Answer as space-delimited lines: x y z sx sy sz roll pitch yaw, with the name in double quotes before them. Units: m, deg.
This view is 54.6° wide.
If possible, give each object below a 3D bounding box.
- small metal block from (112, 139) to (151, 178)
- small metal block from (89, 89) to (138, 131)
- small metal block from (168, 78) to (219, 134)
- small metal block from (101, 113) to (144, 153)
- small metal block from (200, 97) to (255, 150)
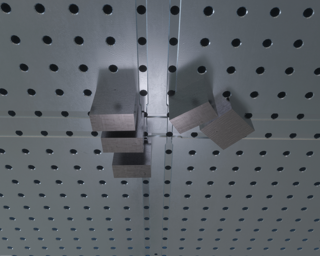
"small metal block" -0.037 0.042 0.430 0.050 0.050 0.025 -1 130 0
"small metal block" -0.054 -0.022 0.376 0.050 0.050 0.025 -1 130 1
"small metal block" 0.038 -0.027 0.372 0.050 0.050 0.025 -25 126 20
"small metal block" -0.046 0.005 0.399 0.050 0.050 0.025 0 130 0
"small metal block" 0.087 -0.005 0.408 0.050 0.025 0.050 -37 121 27
